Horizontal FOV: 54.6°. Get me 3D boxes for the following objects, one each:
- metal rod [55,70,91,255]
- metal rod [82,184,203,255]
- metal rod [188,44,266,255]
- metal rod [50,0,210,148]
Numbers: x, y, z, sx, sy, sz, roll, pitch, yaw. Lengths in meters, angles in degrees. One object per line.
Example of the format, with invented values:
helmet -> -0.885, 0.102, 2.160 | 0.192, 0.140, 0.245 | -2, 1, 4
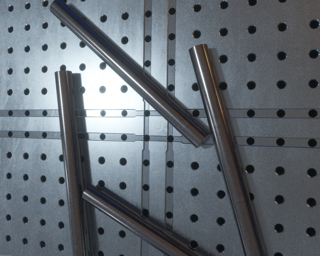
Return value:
metal rod -> -0.128, 0.065, 0.458 | 0.025, 0.025, 0.299 | -7, 88, 20
metal rod -> 0.022, 0.160, 0.405 | 0.300, 0.025, 0.025 | 28, 99, 17
metal rod -> 0.086, 0.042, 0.382 | 0.025, 0.025, 0.299 | -16, 85, 19
metal rod -> -0.050, -0.083, 0.430 | 0.300, 0.025, 0.025 | 44, 104, 14
